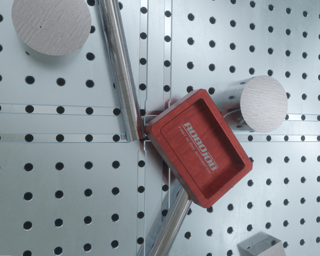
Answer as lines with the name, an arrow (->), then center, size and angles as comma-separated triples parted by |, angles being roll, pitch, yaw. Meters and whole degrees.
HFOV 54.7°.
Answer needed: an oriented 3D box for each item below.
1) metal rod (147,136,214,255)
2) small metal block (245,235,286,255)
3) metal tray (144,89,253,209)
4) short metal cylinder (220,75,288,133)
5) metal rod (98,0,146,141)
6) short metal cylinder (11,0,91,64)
metal rod -> 0.008, 0.147, 0.416 | 0.025, 0.025, 0.299 | 30, 80, -18
small metal block -> 0.166, 0.203, 0.476 | 0.050, 0.025, 0.050 | -21, 97, -19
metal tray -> 0.052, 0.026, 0.403 | 0.090, 0.030, 0.130 | -38, 102, -16
short metal cylinder -> 0.136, -0.033, 0.451 | 0.081, 0.050, 0.079 | 0, 90, -21
metal rod -> -0.060, -0.131, 0.390 | 0.025, 0.025, 0.298 | -13, 95, -20
short metal cylinder -> -0.123, -0.118, 0.354 | 0.081, 0.050, 0.079 | 0, 90, -20
